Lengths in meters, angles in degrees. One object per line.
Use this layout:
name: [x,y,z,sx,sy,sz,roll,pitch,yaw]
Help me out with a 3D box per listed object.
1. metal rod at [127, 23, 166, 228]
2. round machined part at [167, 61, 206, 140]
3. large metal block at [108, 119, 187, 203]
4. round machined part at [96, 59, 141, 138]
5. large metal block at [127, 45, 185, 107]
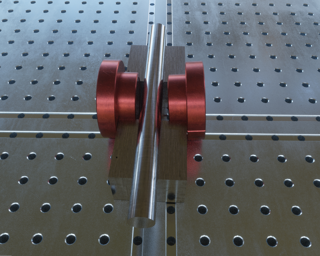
metal rod: [-0.010,-0.031,0.369,0.025,0.025,0.300,2,50,2]
round machined part: [0.033,-0.033,0.388,0.042,0.098,0.098,-2,50,5]
large metal block: [-0.011,0.037,0.360,0.080,0.050,0.080,2,50,2]
round machined part: [-0.048,-0.036,0.389,0.042,0.097,0.098,1,50,1]
large metal block: [-0.005,-0.076,0.455,0.080,0.050,0.080,2,50,1]
